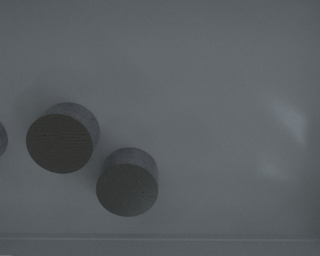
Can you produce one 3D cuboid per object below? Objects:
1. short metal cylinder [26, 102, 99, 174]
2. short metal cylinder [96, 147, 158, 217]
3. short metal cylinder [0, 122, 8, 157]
[{"bbox_3d":[-0.123,0.012,0.401,0.081,0.050,0.079,0,110,-1],"label":"short metal cylinder"},{"bbox_3d":[-0.043,0.073,0.424,0.081,0.050,0.079,0,110,-1],"label":"short metal cylinder"},{"bbox_3d":[-0.250,0.020,0.402,0.081,0.050,0.079,0,110,-1],"label":"short metal cylinder"}]
